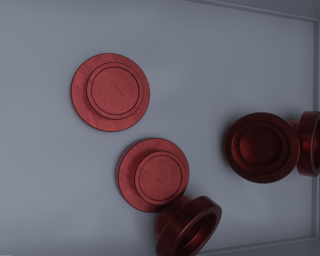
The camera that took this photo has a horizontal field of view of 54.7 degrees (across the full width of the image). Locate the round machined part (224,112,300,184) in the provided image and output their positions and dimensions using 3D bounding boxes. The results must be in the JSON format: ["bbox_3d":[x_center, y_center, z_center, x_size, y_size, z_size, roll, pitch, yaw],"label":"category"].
[{"bbox_3d":[0.145,0.026,0.439,0.042,0.098,0.097,-9,100,-65],"label":"round machined part"}]

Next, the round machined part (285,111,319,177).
[{"bbox_3d":[0.217,0.023,0.469,0.099,0.042,0.097,-7,99,-52],"label":"round machined part"}]

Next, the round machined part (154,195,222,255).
[{"bbox_3d":[0.031,0.126,0.397,0.099,0.042,0.097,-30,138,-30],"label":"round machined part"}]

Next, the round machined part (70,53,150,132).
[{"bbox_3d":[-0.058,-0.044,0.381,0.099,0.042,0.097,0,90,-21],"label":"round machined part"}]

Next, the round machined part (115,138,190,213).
[{"bbox_3d":[-0.006,0.062,0.400,0.099,0.042,0.097,0,90,-21],"label":"round machined part"}]
